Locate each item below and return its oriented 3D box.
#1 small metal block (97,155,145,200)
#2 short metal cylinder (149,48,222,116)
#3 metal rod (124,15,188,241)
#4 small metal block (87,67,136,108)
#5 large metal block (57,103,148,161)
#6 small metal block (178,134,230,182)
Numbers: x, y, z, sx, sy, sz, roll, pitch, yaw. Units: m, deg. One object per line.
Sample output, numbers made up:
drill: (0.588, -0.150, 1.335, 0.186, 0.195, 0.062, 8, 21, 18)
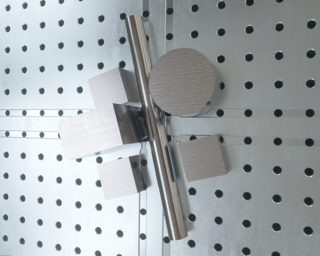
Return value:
small metal block: (-0.054, 0.069, 0.431, 0.050, 0.025, 0.050, -16, 85, 19)
short metal cylinder: (0.033, -0.054, 0.387, 0.080, 0.050, 0.079, 0, 90, 19)
metal rod: (-0.006, -0.004, 0.413, 0.025, 0.025, 0.298, -13, 86, 19)
small metal block: (-0.068, -0.052, 0.435, 0.050, 0.025, 0.050, -18, 84, 18)
large metal block: (-0.072, 0.005, 0.406, 0.080, 0.080, 0.050, -16, 85, 19)
small metal block: (0.055, 0.038, 0.392, 0.050, 0.025, 0.050, -15, 85, 19)
